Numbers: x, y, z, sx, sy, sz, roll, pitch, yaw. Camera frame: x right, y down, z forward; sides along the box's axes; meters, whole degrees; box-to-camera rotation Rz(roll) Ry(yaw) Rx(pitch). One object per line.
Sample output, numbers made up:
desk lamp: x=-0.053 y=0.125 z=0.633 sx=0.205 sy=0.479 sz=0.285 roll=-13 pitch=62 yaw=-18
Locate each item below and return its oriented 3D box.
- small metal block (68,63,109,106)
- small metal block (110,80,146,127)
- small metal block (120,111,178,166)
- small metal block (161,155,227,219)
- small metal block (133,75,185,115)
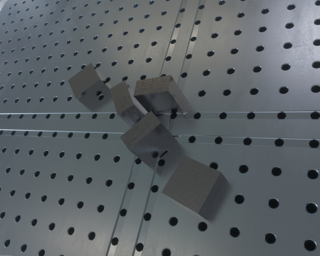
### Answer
small metal block: x=-0.120 y=-0.073 z=0.518 sx=0.050 sy=0.025 sz=0.050 roll=-36 pitch=51 yaw=4
small metal block: x=-0.041 y=-0.030 z=0.434 sx=0.025 sy=0.050 sz=0.050 roll=-30 pitch=52 yaw=10
small metal block: x=-0.013 y=0.014 z=0.391 sx=0.050 sy=0.050 sz=0.025 roll=-41 pitch=51 yaw=1
small metal block: x=0.039 y=0.066 z=0.349 sx=0.050 sy=0.025 sz=0.050 roll=23 pitch=74 yaw=36
small metal block: x=0.000 y=-0.043 z=0.420 sx=0.050 sy=0.050 sz=0.025 roll=-5 pitch=60 yaw=26
